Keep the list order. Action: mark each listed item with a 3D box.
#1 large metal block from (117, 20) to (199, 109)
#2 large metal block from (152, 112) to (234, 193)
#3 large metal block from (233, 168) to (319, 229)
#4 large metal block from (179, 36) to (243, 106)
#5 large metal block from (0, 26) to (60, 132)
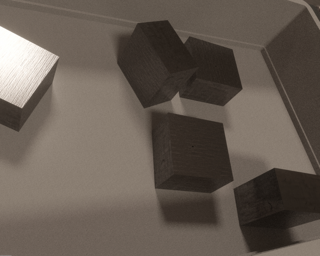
[{"bbox_3d":[-0.006,-0.086,0.421,0.050,0.080,0.080,-21,73,-36],"label":"large metal block"},{"bbox_3d":[0.038,0.033,0.392,0.081,0.050,0.080,10,58,-23],"label":"large metal block"},{"bbox_3d":[0.156,0.094,0.399,0.081,0.080,0.050,11,57,-23],"label":"large metal block"},{"bbox_3d":[0.074,-0.087,0.484,0.081,0.050,0.080,9,58,-24],"label":"large metal block"},{"bbox_3d":[-0.168,-0.055,0.333,0.080,0.050,0.080,27,52,-12],"label":"large metal block"}]
